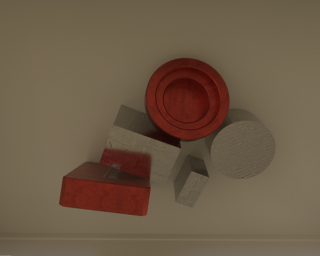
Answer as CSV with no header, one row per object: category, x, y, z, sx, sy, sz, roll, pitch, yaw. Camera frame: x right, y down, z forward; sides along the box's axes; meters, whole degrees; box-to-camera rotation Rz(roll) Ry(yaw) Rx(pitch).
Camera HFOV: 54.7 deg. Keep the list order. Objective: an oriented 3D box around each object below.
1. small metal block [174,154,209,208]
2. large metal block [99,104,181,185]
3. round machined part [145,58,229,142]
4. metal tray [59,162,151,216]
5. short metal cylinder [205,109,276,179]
small metal block,0.042,0.072,0.425,0.025,0.050,0.050,22,109,-8
large metal block,-0.023,0.018,0.388,0.080,0.080,0.050,20,109,-8
round machined part,0.030,-0.031,0.376,0.099,0.042,0.097,2,79,-8
metal tray,-0.060,0.069,0.379,0.091,0.130,0.030,8,90,-4
short metal cylinder,0.103,0.020,0.407,0.081,0.050,0.079,0,110,-1
